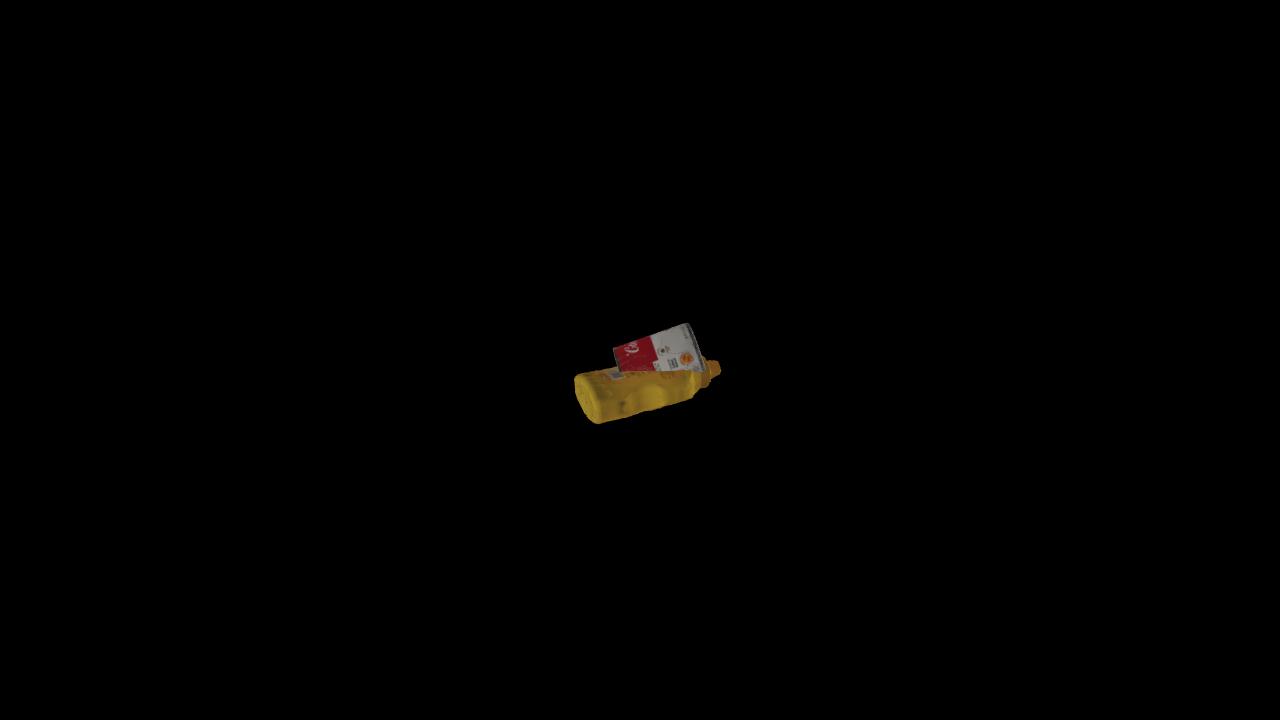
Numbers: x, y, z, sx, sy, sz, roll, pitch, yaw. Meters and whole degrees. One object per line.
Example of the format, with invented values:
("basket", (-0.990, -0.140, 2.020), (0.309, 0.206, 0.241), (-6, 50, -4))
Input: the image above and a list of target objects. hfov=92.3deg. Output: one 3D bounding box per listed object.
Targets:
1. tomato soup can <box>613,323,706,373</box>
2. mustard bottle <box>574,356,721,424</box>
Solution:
("tomato soup can", (0.024, 0.000, 0.768), (0.101, 0.068, 0.068), (-19, -1, 2))
("mustard bottle", (0.018, 0.028, 0.762), (0.184, 0.054, 0.092), (-13, 18, -20))
